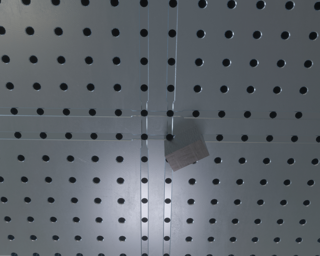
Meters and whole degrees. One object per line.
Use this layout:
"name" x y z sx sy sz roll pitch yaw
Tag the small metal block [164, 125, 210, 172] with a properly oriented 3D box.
"small metal block" 0.034 0.026 0.410 0.050 0.050 0.025 -26 108 9
